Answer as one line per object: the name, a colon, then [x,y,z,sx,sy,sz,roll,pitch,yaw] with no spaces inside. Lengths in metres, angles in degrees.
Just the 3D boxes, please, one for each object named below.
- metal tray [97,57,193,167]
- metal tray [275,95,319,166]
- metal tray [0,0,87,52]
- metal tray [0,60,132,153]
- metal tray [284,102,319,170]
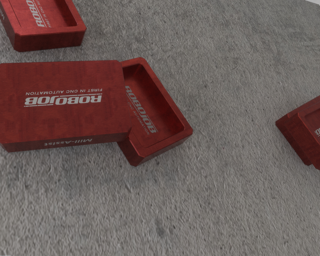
metal tray: [-0.028,-0.026,0.400,0.091,0.030,0.130,-24,75,-36]
metal tray: [0.273,0.001,0.547,0.131,0.030,0.090,-23,74,-36]
metal tray: [-0.166,-0.165,0.411,0.091,0.030,0.130,-18,71,-35]
metal tray: [-0.103,-0.027,0.337,0.131,0.030,0.090,-5,69,-16]
metal tray: [0.272,0.003,0.504,0.131,0.030,0.090,-20,73,-36]
